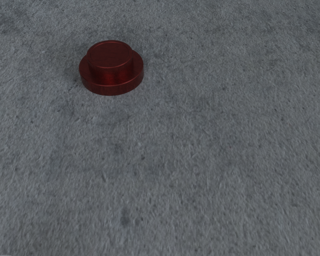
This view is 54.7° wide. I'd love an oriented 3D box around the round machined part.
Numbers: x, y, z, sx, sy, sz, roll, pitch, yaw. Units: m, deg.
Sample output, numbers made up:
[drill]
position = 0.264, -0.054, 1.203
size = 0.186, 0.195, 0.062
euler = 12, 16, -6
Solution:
[round machined part]
position = -0.075, -0.098, 0.473
size = 0.099, 0.042, 0.098
euler = 0, 50, 0
